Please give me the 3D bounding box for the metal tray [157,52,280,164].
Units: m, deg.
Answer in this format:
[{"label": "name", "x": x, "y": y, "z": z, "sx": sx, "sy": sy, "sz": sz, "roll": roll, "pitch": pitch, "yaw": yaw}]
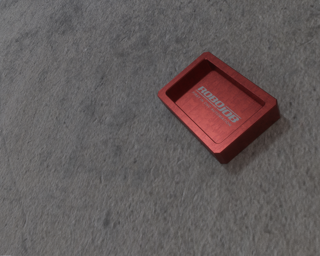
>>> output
[{"label": "metal tray", "x": 0.067, "y": -0.030, "z": 0.382, "sx": 0.090, "sy": 0.030, "sz": 0.130, "roll": -41, "pitch": 51, "yaw": 0}]
